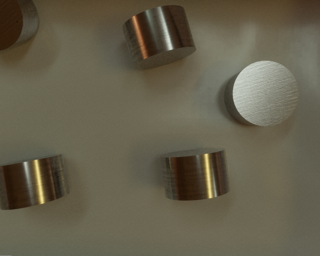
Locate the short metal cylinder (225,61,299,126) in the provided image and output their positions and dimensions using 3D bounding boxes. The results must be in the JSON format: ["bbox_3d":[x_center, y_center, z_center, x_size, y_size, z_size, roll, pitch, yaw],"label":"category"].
[{"bbox_3d":[0.128,-0.042,0.401,0.081,0.050,0.079,0,90,-1],"label":"short metal cylinder"}]

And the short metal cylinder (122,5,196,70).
[{"bbox_3d":[-0.001,-0.110,0.384,0.080,0.080,0.050,-16,90,0],"label":"short metal cylinder"}]

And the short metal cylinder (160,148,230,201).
[{"bbox_3d":[0.043,0.055,0.385,0.081,0.080,0.050,-7,90,0],"label":"short metal cylinder"}]

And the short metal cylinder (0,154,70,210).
[{"bbox_3d":[-0.157,0.064,0.382,0.080,0.080,0.050,-10,90,0],"label":"short metal cylinder"}]

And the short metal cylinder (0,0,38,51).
[{"bbox_3d":[-0.201,-0.139,0.384,0.081,0.050,0.079,0,111,-1],"label":"short metal cylinder"}]
